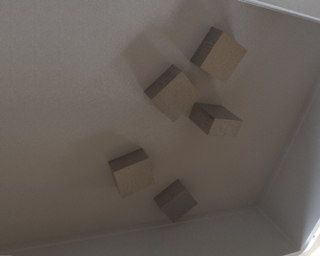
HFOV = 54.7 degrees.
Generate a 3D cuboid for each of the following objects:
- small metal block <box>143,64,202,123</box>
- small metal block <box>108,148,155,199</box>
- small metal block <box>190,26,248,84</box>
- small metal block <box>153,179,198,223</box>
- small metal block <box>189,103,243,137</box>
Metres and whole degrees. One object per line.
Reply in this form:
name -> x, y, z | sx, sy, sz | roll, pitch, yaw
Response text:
small metal block -> 0.017, -0.043, 0.393 | 0.050, 0.025, 0.050 | -44, 130, 2
small metal block -> -0.039, 0.062, 0.428 | 0.050, 0.025, 0.050 | -22, 127, -16
small metal block -> 0.075, -0.092, 0.395 | 0.050, 0.025, 0.050 | 23, 106, -37
small metal block -> 0.026, 0.118, 0.498 | 0.050, 0.025, 0.050 | -38, 130, -3
small metal block -> 0.077, -0.012, 0.429 | 0.050, 0.050, 0.025 | 4, 117, -31
